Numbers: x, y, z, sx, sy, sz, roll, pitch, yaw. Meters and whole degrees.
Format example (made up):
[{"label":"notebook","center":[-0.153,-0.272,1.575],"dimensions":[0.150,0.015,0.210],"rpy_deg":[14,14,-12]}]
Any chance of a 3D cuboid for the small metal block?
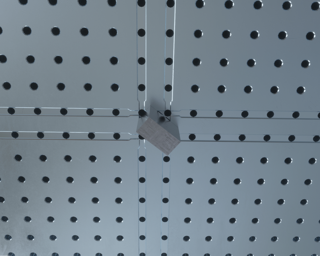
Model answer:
[{"label":"small metal block","center":[-0.002,0.002,0.401],"dimensions":[0.050,0.050,0.025],"rpy_deg":[38,106,-13]}]
